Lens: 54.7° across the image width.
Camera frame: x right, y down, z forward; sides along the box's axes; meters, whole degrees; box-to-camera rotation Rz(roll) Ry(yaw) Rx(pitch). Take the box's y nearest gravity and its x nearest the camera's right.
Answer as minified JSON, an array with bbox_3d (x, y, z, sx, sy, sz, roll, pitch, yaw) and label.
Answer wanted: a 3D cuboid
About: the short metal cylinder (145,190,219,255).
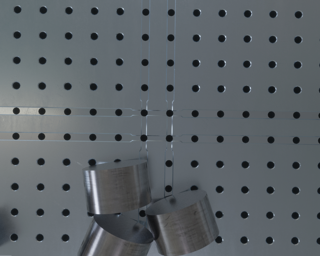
[{"bbox_3d":[0.027,0.116,0.386,0.080,0.080,0.050,-18,90,0],"label":"short metal cylinder"}]

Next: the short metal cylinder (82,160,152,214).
[{"bbox_3d":[-0.053,0.070,0.385,0.080,0.080,0.050,-7,90,0],"label":"short metal cylinder"}]

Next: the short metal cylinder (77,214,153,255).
[{"bbox_3d":[-0.054,0.146,0.385,0.080,0.080,0.050,23,90,0],"label":"short metal cylinder"}]
